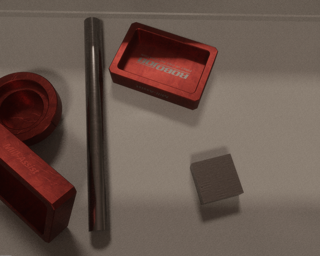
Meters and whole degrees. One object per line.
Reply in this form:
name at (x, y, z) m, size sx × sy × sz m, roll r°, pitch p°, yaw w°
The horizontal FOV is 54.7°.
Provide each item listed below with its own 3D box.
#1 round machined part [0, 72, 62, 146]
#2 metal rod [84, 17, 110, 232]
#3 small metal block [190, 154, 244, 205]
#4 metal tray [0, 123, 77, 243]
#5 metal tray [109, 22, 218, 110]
round machined part at (-0.177, -0.021, 0.406) m, size 0.099 × 0.042 × 0.098 m, roll 0°, pitch 70°, yaw -1°
metal rod at (-0.086, -0.019, 0.415) m, size 0.025 × 0.025 × 0.299 m, roll -5°, pitch 70°, yaw -2°
small metal block at (0.070, 0.064, 0.387) m, size 0.050 × 0.025 × 0.050 m, roll -13°, pitch 71°, yaw -5°
metal tray at (-0.157, 0.060, 0.349) m, size 0.130 × 0.089 × 0.030 m, roll 37°, pitch 44°, yaw 12°
metal tray at (0.006, -0.089, 0.439) m, size 0.131 × 0.030 × 0.090 m, roll 20°, pitch 71°, yaw 6°
